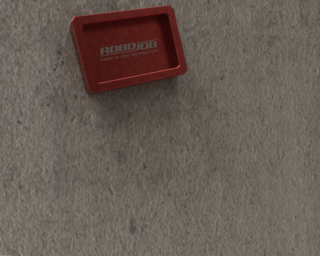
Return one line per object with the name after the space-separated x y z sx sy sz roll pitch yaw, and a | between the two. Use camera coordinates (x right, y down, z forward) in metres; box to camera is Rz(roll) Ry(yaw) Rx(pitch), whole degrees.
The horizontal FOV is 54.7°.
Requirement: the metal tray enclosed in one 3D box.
-0.038 -0.099 0.392 0.131 0.030 0.089 -15 95 -20 | metal tray
